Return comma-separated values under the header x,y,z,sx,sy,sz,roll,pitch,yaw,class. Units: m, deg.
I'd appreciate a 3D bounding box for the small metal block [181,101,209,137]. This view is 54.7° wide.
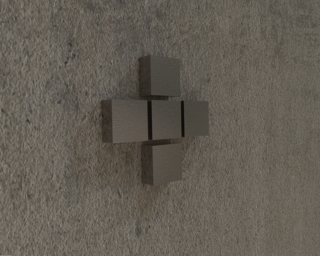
x,y,z,sx,sy,sz,roll,pitch,yaw,class
0.044,-0.013,0.446,0.050,0.025,0.050,-2,92,-40,small metal block

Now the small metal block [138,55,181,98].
x,y,z,sx,sy,sz,roll,pitch,yaw,class
0.000,-0.067,0.408,0.050,0.025,0.050,-2,92,-40,small metal block

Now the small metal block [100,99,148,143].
x,y,z,sx,sy,sz,roll,pitch,yaw,class
-0.042,-0.008,0.372,0.050,0.025,0.050,-2,92,-40,small metal block

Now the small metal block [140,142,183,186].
x,y,z,sx,sy,sz,roll,pitch,yaw,class
0.002,0.046,0.411,0.050,0.025,0.050,-3,92,-40,small metal block

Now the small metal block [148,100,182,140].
x,y,z,sx,sy,sz,roll,pitch,yaw,class
0.001,-0.011,0.409,0.050,0.025,0.050,-2,92,-40,small metal block
